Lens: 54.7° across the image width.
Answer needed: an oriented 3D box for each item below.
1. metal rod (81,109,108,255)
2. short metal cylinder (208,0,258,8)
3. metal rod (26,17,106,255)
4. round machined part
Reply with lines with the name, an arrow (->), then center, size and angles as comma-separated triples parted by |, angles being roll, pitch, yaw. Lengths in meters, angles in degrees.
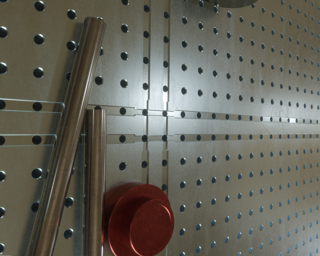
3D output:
metal rod -> -0.075, 0.129, 0.347 | 0.025, 0.025, 0.298 | 2, 89, -40
short metal cylinder -> 0.113, -0.224, 0.470 | 0.081, 0.080, 0.050 | 9, 85, -40
metal rod -> -0.101, 0.026, 0.325 | 0.025, 0.025, 0.299 | 18, 78, -39
round machined part -> -0.021, 0.118, 0.383 | 0.099, 0.042, 0.097 | 0, 90, -40
